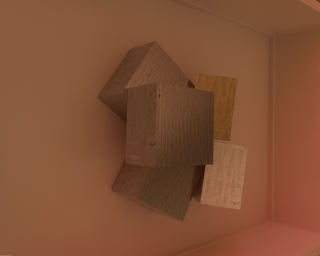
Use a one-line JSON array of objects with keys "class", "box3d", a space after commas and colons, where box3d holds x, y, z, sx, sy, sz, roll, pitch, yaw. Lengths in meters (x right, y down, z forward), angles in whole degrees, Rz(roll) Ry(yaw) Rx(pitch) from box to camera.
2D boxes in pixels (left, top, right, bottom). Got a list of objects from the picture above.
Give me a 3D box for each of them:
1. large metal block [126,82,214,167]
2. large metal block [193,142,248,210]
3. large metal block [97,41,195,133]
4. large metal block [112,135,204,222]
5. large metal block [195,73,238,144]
[{"class": "large metal block", "box3d": [0.012, -0.001, 0.333, 0.081, 0.050, 0.080, 3, 87, -39]}, {"class": "large metal block", "box3d": [0.080, 0.064, 0.430, 0.050, 0.080, 0.080, 9, 82, 0]}, {"class": "large metal block", "box3d": [-0.014, -0.045, 0.379, 0.080, 0.050, 0.080, 44, 64, -32]}, {"class": "large metal block", "box3d": [0.000, 0.061, 0.387, 0.080, 0.050, 0.080, 37, 67, -34]}, {"class": "large metal block", "box3d": [0.068, -0.021, 0.420, 0.080, 0.050, 0.080, 63, 36, -81]}]
